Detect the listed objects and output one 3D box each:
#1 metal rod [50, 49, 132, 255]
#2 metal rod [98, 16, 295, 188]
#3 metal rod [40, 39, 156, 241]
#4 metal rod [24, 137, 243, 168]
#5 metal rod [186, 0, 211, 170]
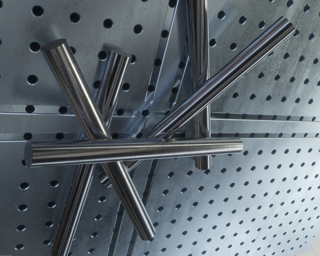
[{"bbox_3d":[-0.093,0.048,0.390,0.025,0.025,0.298,8,115,-32],"label":"metal rod"},{"bbox_3d":[0.038,-0.025,0.389,0.300,0.025,0.025,-41,130,10],"label":"metal rod"},{"bbox_3d":[-0.058,0.039,0.369,0.025,0.025,0.299,-27,126,-12],"label":"metal rod"},{"bbox_3d":[-0.001,0.025,0.373,0.302,0.025,0.025,1,119,-39],"label":"metal rod"},{"bbox_3d":[0.052,-0.064,0.401,0.025,0.025,0.298,-20,126,-17],"label":"metal rod"}]
